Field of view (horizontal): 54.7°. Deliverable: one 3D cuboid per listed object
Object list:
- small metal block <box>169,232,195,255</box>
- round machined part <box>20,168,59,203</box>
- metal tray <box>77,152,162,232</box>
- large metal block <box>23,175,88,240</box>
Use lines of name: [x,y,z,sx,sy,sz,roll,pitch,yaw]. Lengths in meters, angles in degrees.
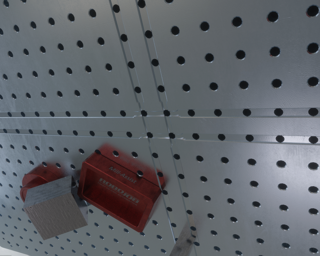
small metal block: [0.033,0.209,0.507,0.025,0.050,0.050,21,126,16]
round machined part: [-0.230,0.129,0.601,0.098,0.042,0.097,13,124,20]
metal tray: [-0.070,0.107,0.510,0.130,0.030,0.089,27,128,10]
large metal block: [-0.181,0.141,0.549,0.080,0.050,0.080,-18,120,-4]
